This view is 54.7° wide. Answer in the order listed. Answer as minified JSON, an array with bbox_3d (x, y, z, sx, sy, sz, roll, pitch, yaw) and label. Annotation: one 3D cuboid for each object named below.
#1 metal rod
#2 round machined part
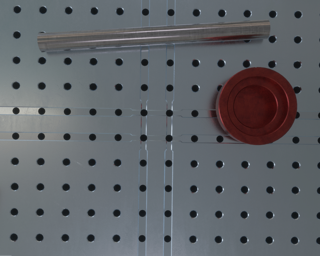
[{"bbox_3d":[-0.007,-0.123,0.413,0.302,0.025,0.025,-4,90,0],"label":"metal rod"},{"bbox_3d":[0.122,-0.028,0.406,0.099,0.042,0.097,0,90,0],"label":"round machined part"}]
